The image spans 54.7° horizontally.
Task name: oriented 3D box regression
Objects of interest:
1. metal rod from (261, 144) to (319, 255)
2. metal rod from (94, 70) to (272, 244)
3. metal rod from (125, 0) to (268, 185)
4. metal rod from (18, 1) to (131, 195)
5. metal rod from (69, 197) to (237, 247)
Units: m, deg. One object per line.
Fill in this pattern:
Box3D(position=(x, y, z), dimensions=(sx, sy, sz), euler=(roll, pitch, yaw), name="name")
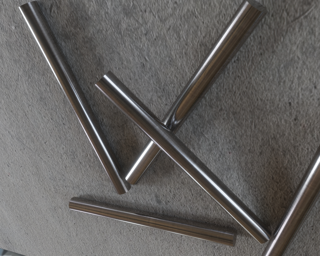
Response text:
Box3D(position=(0.168, 0.105, 0.382), dimensions=(0.025, 0.025, 0.298), euler=(20, 126, 16), name="metal rod")
Box3D(position=(0.038, 0.045, 0.389), dimensions=(0.300, 0.025, 0.025), euler=(45, 130, -13), name="metal rod")
Box3D(position=(0.024, -0.019, 0.382), dimensions=(0.025, 0.025, 0.298), euler=(37, 129, 3), name="metal rod")
Box3D(position=(-0.114, -0.030, 0.448), dimensions=(0.025, 0.025, 0.299), euler=(-10, 113, 32), name="metal rod")
Box3D(position=(-0.027, 0.150, 0.513), dimensions=(0.301, 0.025, 0.025), euler=(4, 120, 26), name="metal rod")
